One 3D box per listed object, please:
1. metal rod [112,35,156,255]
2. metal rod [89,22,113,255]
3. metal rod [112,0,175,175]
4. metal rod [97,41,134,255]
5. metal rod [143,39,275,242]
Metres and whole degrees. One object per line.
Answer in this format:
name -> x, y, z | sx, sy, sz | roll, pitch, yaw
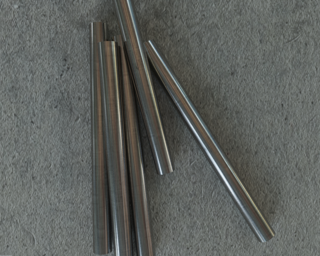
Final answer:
metal rod -> -0.034, 0.029, 0.409 | 0.025, 0.025, 0.298 | -7, 90, 0
metal rod -> -0.078, 0.013, 0.409 | 0.025, 0.025, 0.298 | -1, 90, 0
metal rod -> -0.028, -0.086, 0.391 | 0.025, 0.025, 0.298 | -14, 97, 0
metal rod -> -0.055, 0.043, 0.395 | 0.025, 0.025, 0.298 | -4, 94, 0
metal rod -> 0.061, 0.017, 0.410 | 0.025, 0.025, 0.299 | -32, 90, 0
